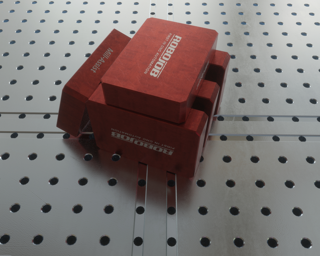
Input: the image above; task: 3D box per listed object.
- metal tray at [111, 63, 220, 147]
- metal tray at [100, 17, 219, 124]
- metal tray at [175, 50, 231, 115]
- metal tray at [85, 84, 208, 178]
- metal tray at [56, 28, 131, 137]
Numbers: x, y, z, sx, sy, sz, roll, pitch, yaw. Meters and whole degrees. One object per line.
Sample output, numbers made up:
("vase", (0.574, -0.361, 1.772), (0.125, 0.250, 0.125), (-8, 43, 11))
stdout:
("metal tray", (0.001, -0.029, 0.388), (0.130, 0.090, 0.030), (16, 51, 12))
("metal tray", (0.005, -0.070, 0.346), (0.090, 0.030, 0.130), (16, 52, 13))
("metal tray", (0.023, -0.072, 0.425), (0.130, 0.090, 0.030), (16, 53, 13))
("metal tray", (-0.015, 0.005, 0.361), (0.130, 0.090, 0.030), (17, 52, 13))
("metal tray", (-0.086, -0.061, 0.413), (0.030, 0.090, 0.130), (30, 53, -4))
